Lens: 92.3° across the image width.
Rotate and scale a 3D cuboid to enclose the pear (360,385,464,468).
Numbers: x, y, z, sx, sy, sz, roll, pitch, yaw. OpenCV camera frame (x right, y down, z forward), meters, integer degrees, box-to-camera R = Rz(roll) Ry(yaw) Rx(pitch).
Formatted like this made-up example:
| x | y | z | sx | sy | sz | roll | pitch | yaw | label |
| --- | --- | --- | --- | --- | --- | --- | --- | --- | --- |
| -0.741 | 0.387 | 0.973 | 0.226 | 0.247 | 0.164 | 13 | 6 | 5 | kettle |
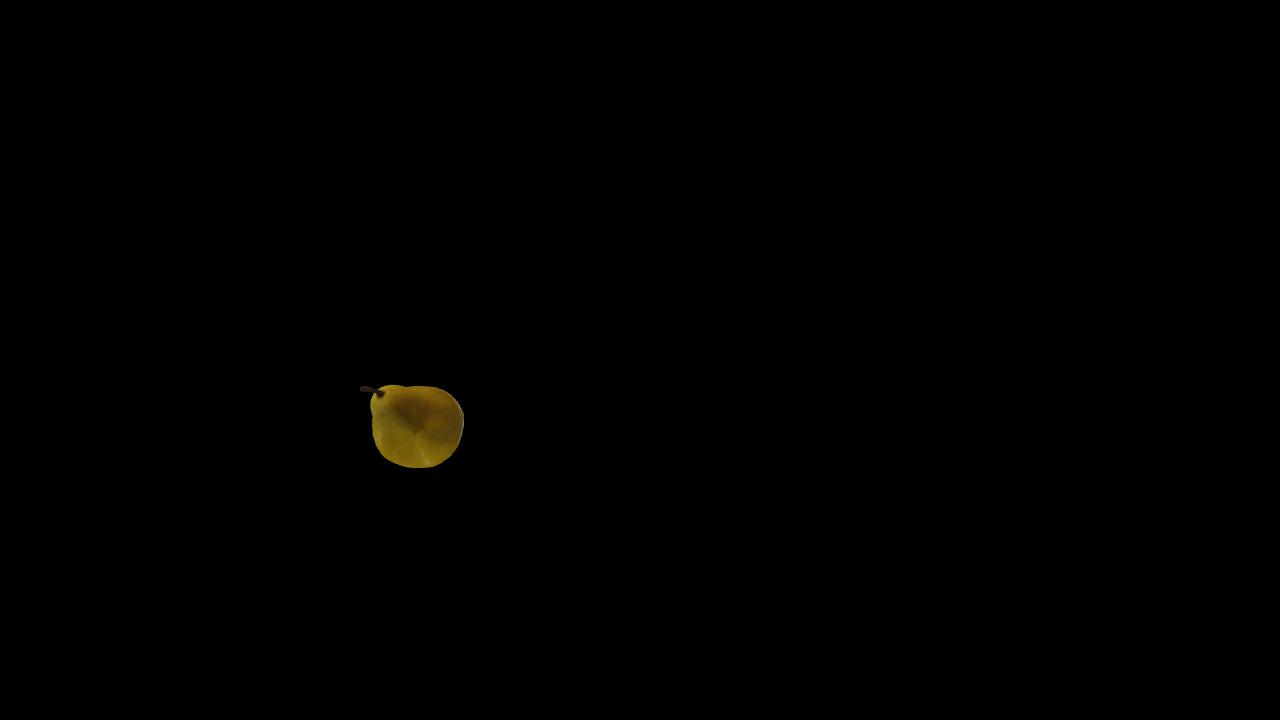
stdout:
| x | y | z | sx | sy | sz | roll | pitch | yaw | label |
| --- | --- | --- | --- | --- | --- | --- | --- | --- | --- |
| -0.200 | 0.046 | 0.536 | 0.080 | 0.080 | 0.111 | 0 | -34 | 1 | pear |
